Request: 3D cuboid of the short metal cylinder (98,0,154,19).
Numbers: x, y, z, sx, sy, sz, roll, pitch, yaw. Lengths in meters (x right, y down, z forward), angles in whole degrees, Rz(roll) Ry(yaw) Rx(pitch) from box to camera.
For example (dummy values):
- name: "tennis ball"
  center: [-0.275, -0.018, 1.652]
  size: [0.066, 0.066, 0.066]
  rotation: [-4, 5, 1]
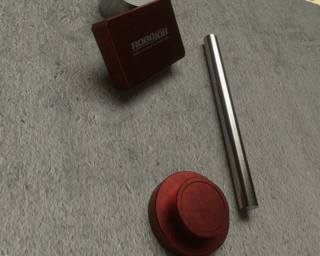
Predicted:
- name: "short metal cylinder"
  center: [-0.050, -0.199, 0.482]
  size: [0.081, 0.050, 0.080]
  rotation: [14, 56, -21]

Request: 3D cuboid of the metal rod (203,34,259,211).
- name: "metal rod"
  center: [0.102, -0.026, 0.474]
  size: [0.025, 0.025, 0.299]
  rotation: [8, 58, -24]

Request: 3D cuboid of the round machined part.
- name: "round machined part"
  center: [0.040, 0.095, 0.356]
  size: [0.099, 0.042, 0.098]
  rotation: [14, 56, -21]

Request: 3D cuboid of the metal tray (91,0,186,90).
- name: "metal tray"
  center: [-0.023, -0.119, 0.430]
  size: [0.131, 0.030, 0.090]
  rotation: [-39, 120, -39]
